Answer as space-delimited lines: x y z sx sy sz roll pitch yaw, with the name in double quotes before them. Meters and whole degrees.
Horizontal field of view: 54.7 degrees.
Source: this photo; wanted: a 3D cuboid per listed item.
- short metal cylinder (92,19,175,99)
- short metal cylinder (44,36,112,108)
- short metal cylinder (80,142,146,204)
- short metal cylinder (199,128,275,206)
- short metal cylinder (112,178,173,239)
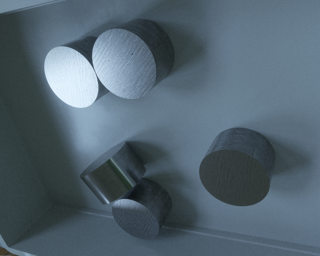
"short metal cylinder" -0.030 -0.080 0.359 0.080 0.050 0.079 13 124 21
"short metal cylinder" -0.099 -0.073 0.400 0.080 0.050 0.079 13 124 21
"short metal cylinder" -0.067 0.064 0.448 0.080 0.080 0.050 -29 103 37
"short metal cylinder" 0.093 0.046 0.372 0.080 0.050 0.079 13 124 21
"short metal cylinder" -0.027 0.126 0.485 0.080 0.050 0.079 13 124 21
